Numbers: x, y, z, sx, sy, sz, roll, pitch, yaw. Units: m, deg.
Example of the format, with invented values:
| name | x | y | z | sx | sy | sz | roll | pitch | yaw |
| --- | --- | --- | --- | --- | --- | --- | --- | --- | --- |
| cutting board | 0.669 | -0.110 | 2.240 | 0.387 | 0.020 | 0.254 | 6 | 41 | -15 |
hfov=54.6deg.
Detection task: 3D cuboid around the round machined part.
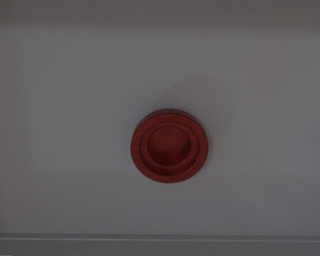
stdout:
| name | x | y | z | sx | sy | sz | roll | pitch | yaw |
| --- | --- | --- | --- | --- | --- | --- | --- | --- | --- |
| round machined part | 0.012 | 0.020 | 0.410 | 0.099 | 0.042 | 0.097 | 0 | 110 | 0 |
